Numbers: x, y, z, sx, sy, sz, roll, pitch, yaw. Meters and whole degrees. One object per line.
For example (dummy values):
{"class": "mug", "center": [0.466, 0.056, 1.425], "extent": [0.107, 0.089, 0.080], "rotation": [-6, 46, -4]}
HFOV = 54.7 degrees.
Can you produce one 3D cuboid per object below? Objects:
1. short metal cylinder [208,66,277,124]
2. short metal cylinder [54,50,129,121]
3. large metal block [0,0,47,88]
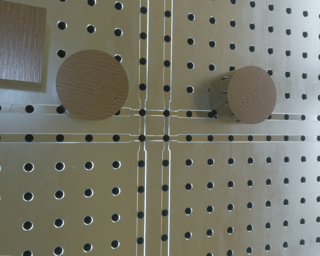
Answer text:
{"class": "short metal cylinder", "center": [0.118, -0.045, 0.444], "extent": [0.081, 0.050, 0.079], "rotation": [0, 90, -20]}
{"class": "short metal cylinder", "center": [-0.083, -0.048, 0.369], "extent": [0.081, 0.050, 0.079], "rotation": [0, 90, -21]}
{"class": "large metal block", "center": [-0.169, -0.090, 0.337], "extent": [0.081, 0.050, 0.079], "rotation": [4, 89, -20]}
